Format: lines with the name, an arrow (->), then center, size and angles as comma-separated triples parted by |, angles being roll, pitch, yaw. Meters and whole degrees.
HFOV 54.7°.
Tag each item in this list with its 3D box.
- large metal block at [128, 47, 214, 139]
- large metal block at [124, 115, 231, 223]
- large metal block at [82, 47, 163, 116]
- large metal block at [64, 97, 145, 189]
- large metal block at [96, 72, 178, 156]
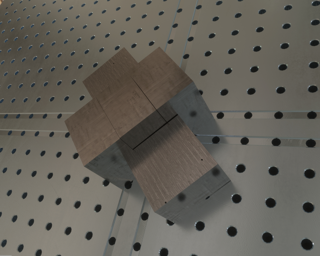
large metal block -> 0.014, -0.042, 0.390 | 0.050, 0.080, 0.080 | -38, 51, 3
large metal block -> 0.018, 0.046, 0.353 | 0.080, 0.050, 0.080 | -38, 51, 3
large metal block -> -0.054, -0.058, 0.451 | 0.080, 0.050, 0.080 | -39, 51, 2
large metal block -> -0.065, 0.020, 0.394 | 0.050, 0.080, 0.080 | -38, 51, 3
large metal block -> -0.026, -0.011, 0.392 | 0.050, 0.080, 0.080 | -38, 51, 3
